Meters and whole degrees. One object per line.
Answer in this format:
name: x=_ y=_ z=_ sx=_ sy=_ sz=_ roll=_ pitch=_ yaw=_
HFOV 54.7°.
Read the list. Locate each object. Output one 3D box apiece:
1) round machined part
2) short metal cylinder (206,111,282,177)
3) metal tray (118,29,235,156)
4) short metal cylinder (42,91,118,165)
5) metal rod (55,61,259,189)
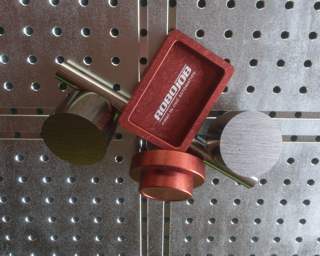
round machined part: x=0.009 y=0.066 z=0.400 sx=0.099 sy=0.042 sz=0.098 roll=5 pitch=153 yaw=3
short metal cylinder: x=0.105 y=0.018 z=0.395 sx=0.081 sy=0.050 sz=0.079 roll=-1 pitch=93 yaw=-11
metal tray: x=0.019 y=-0.040 z=0.380 sx=0.090 sy=0.030 sz=0.130 roll=30 pitch=94 yaw=-11
short metal cylinder: x=-0.097 y=0.000 z=0.387 sx=0.080 sy=0.050 sz=0.079 roll=6 pitch=127 yaw=8
metal rod: x=0.004 y=0.001 z=0.414 sx=0.301 sy=0.025 sz=0.025 roll=30 pitch=107 yaw=-11
